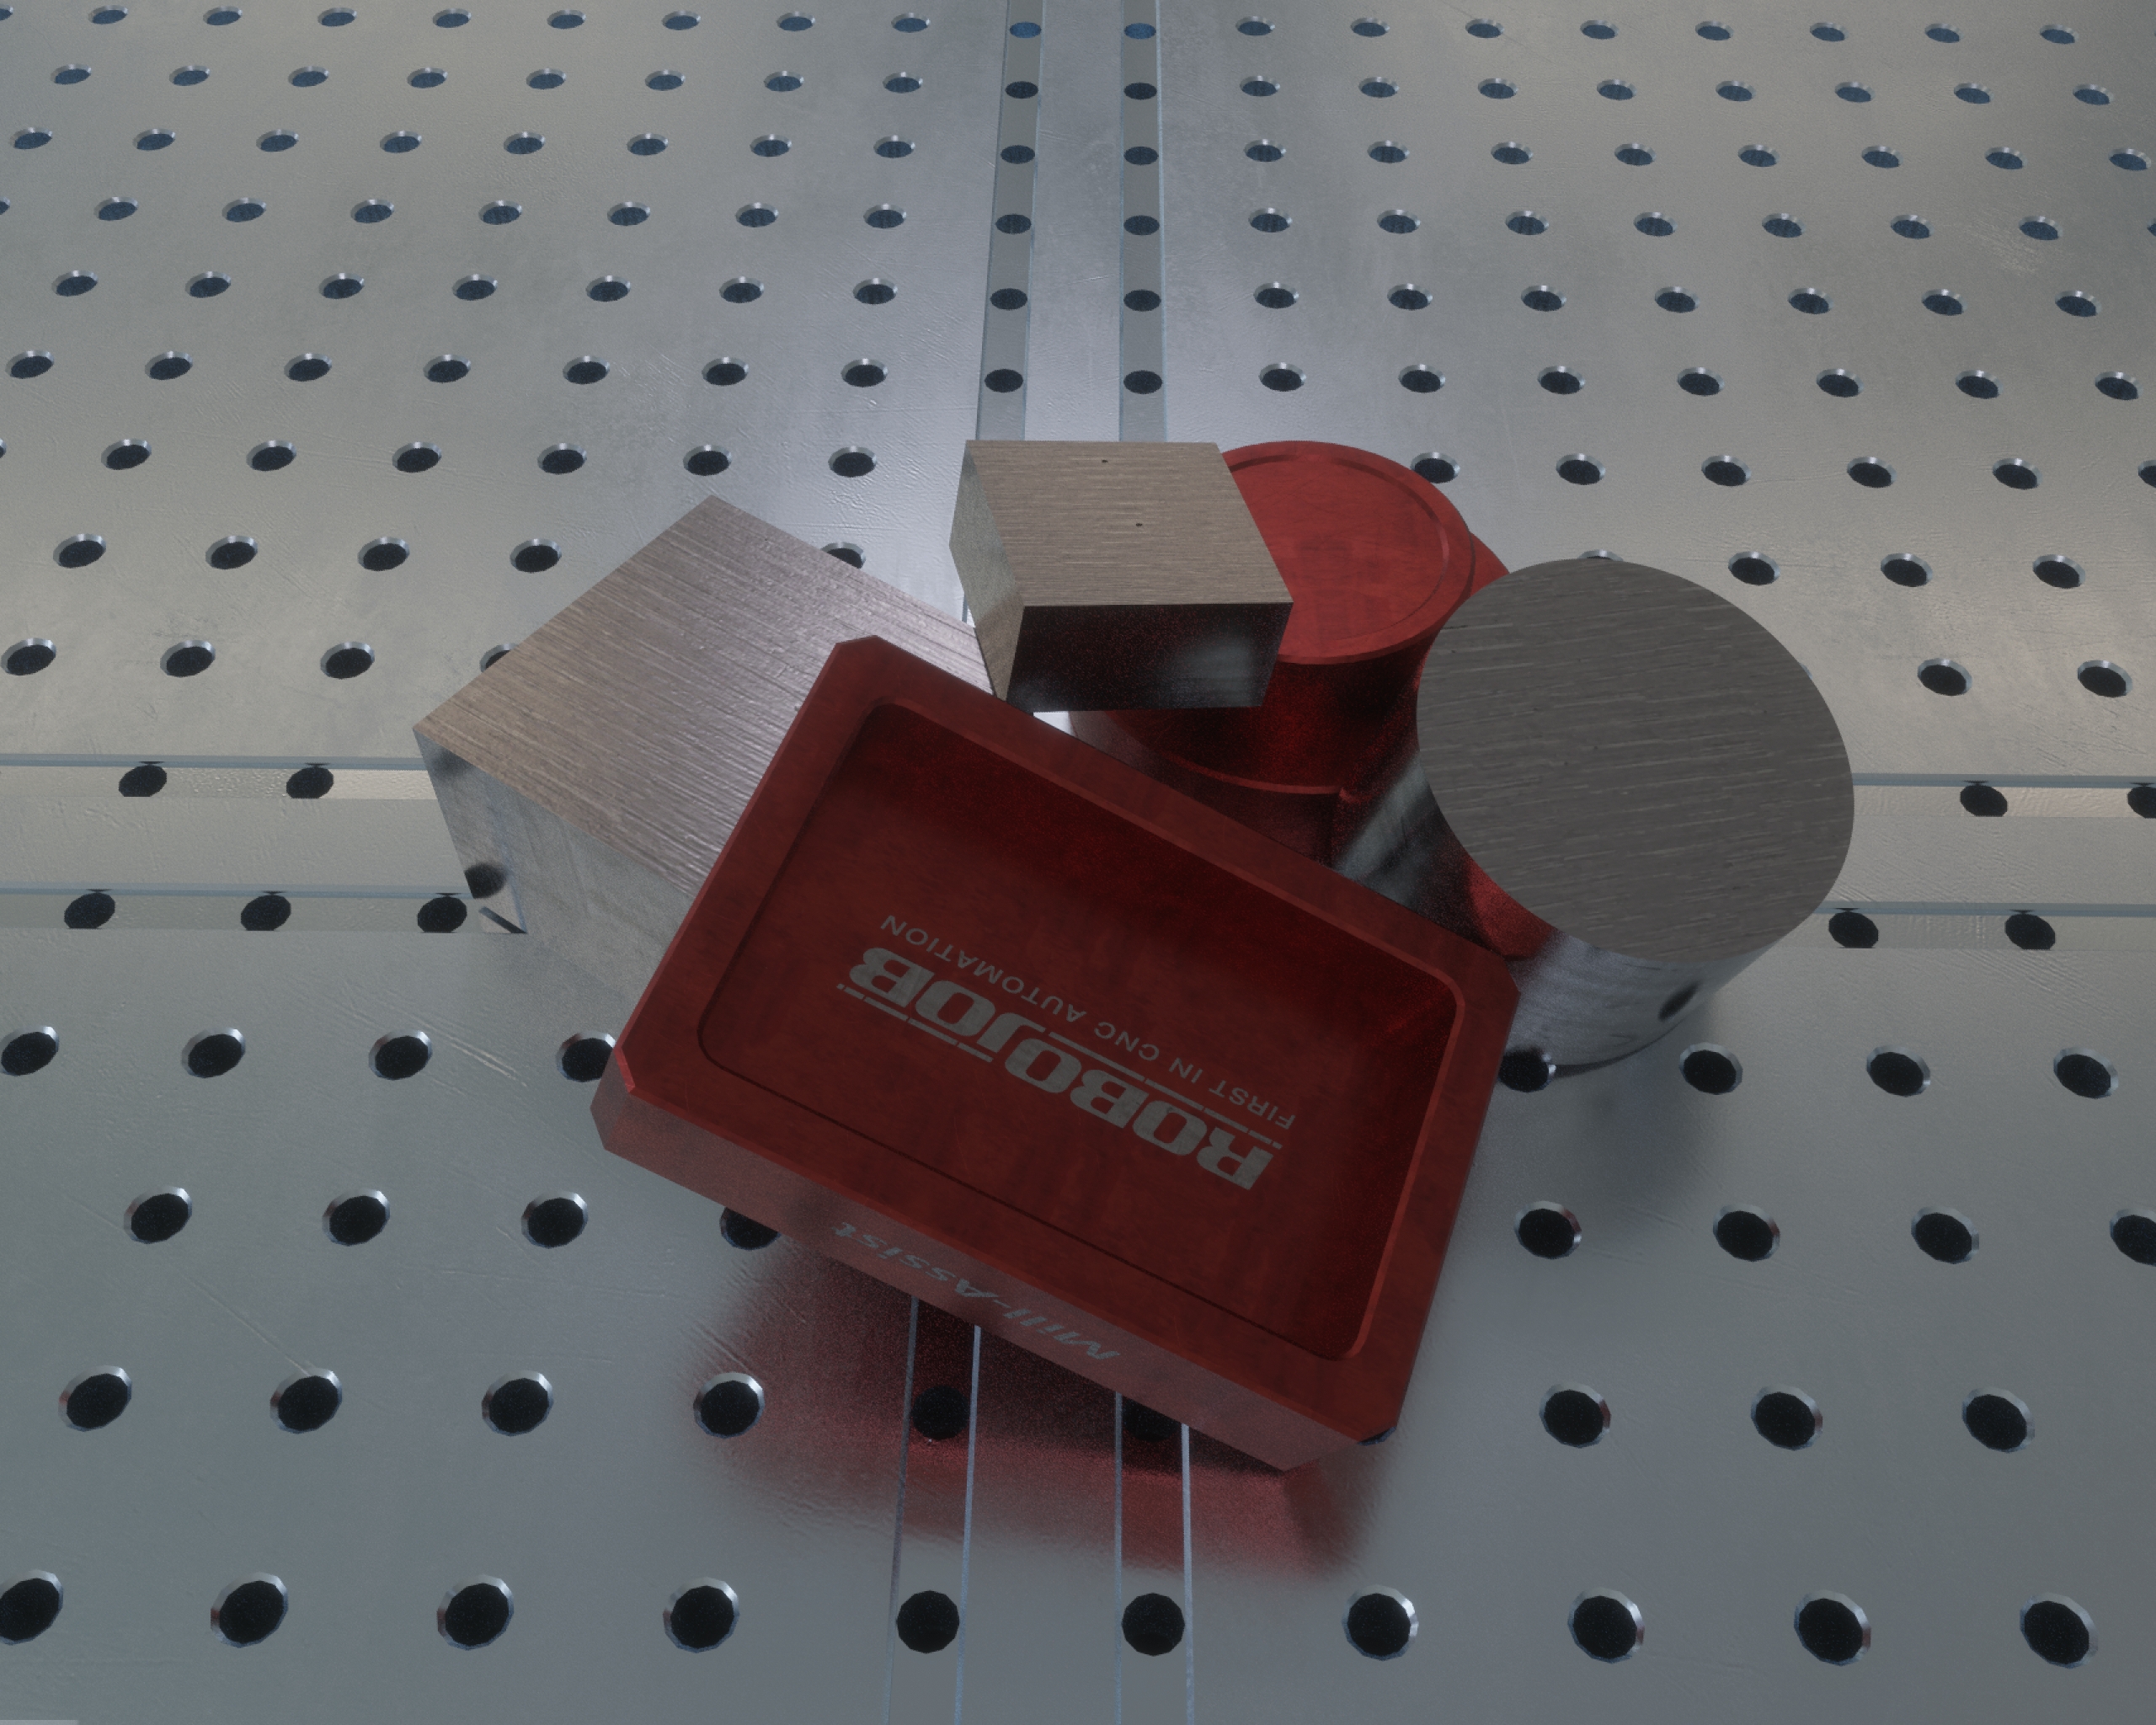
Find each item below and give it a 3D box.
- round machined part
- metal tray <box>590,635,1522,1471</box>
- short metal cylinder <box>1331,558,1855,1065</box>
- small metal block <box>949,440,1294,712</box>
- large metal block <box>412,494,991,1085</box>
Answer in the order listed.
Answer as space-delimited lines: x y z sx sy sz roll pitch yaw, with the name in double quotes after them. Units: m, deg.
0.047 -0.052 0.440 0.099 0.042 0.098 0 50 0 "round machined part"
0.000 0.030 0.341 0.131 0.030 0.090 27 59 -6 "metal tray"
0.093 -0.009 0.384 0.081 0.050 0.080 5 64 -10 "short metal cylinder"
0.007 -0.055 0.393 0.050 0.025 0.050 -3 46 -17 "small metal block"
-0.065 -0.016 0.404 0.080 0.050 0.080 29 56 22 "large metal block"
